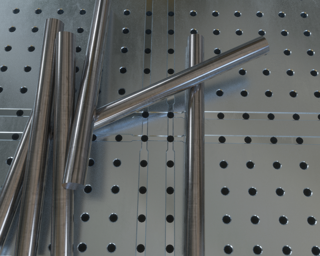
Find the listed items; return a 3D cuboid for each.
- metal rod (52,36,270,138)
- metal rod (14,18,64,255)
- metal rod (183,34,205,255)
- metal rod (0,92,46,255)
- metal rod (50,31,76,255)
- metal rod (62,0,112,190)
[{"bbox_3d":[0.001,-0.049,0.409,0.301,0.025,0.025,-24,72,-1],"label":"metal rod"},{"bbox_3d":[-0.149,0.002,0.389,0.025,0.025,0.299,2,76,1],"label":"metal rod"},{"bbox_3d":[0.046,0.008,0.408,0.025,0.025,0.299,2,70,1],"label":"metal rod"},{"bbox_3d":[-0.170,0.021,0.403,0.025,0.025,0.299,11,70,4],"label":"metal rod"},{"bbox_3d":[-0.117,0.026,0.377,0.025,0.025,0.299,-2,79,-1],"label":"metal rod"},{"bbox_3d":[-0.091,-0.067,0.411,0.025,0.025,0.299,1,61,0],"label":"metal rod"}]
